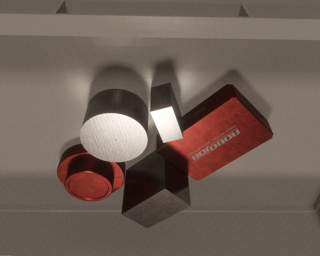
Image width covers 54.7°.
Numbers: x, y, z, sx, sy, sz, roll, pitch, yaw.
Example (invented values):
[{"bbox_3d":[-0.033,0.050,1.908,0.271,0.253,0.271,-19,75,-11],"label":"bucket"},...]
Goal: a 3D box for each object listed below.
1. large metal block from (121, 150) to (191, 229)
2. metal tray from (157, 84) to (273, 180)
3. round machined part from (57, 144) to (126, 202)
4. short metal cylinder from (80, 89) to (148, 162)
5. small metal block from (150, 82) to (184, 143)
[{"bbox_3d":[-0.006,0.084,0.445,0.080,0.080,0.050,-36,122,26],"label":"large metal block"},{"bbox_3d":[0.070,0.011,0.417,0.130,0.030,0.090,-36,122,26],"label":"metal tray"},{"bbox_3d":[-0.102,0.072,0.458,0.099,0.042,0.097,-1,130,0],"label":"round machined part"},{"bbox_3d":[-0.055,-0.002,0.390,0.081,0.050,0.079,0,130,0],"label":"short metal cylinder"},{"bbox_3d":[0.009,-0.019,0.377,0.025,0.050,0.050,-14,129,11],"label":"small metal block"}]
